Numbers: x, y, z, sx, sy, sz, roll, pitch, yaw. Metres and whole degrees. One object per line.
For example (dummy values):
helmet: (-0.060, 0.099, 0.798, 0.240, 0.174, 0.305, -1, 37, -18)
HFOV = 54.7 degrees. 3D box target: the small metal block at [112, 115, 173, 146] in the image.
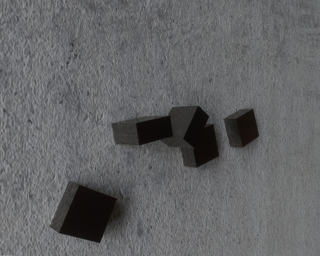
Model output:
small metal block: (-0.021, 0.002, 0.370, 0.050, 0.050, 0.025, -14, 99, -39)

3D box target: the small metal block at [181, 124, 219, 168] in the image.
small metal block: (0.057, 0.025, 0.452, 0.050, 0.025, 0.050, -20, 103, -38)

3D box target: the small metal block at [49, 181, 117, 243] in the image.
small metal block: (-0.082, 0.091, 0.336, 0.050, 0.025, 0.050, 31, 71, -36)

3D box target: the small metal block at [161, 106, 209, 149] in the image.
small metal block: (0.031, -0.001, 0.414, 0.025, 0.050, 0.050, 40, 66, -33)

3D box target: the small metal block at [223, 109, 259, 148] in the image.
small metal block: (0.137, 0.000, 0.519, 0.050, 0.025, 0.050, -26, 107, -37)
